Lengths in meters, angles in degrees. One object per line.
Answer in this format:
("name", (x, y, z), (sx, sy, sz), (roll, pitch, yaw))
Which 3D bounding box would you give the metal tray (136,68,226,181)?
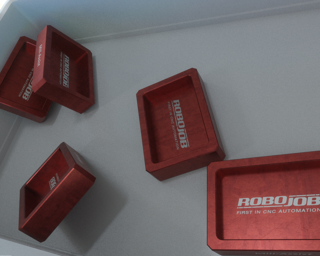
("metal tray", (0.022, -0.007, 0.395), (0.090, 0.030, 0.130), (-21, 54, 15))

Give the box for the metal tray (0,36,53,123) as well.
("metal tray", (-0.219, -0.084, 0.532), (0.030, 0.091, 0.130), (-36, 35, 60))

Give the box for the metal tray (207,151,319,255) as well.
("metal tray", (0.112, 0.073, 0.298), (0.130, 0.030, 0.090), (-9, 58, 23))

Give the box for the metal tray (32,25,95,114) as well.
("metal tray", (-0.152, -0.095, 0.499), (0.030, 0.090, 0.130), (-33, 49, 28))

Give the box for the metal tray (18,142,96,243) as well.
("metal tray", (-0.134, 0.072, 0.391), (0.090, 0.030, 0.130), (-50, 24, -8))
